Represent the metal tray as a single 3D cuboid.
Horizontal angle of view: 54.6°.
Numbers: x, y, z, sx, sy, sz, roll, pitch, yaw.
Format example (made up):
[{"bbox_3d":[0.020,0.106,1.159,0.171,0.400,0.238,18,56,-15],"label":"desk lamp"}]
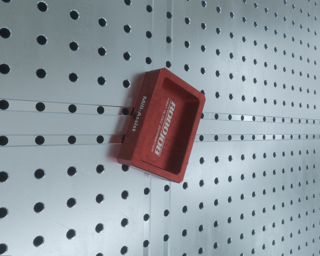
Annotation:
[{"bbox_3d":[0.007,-0.002,0.410,0.090,0.030,0.130,28,73,-37],"label":"metal tray"}]
